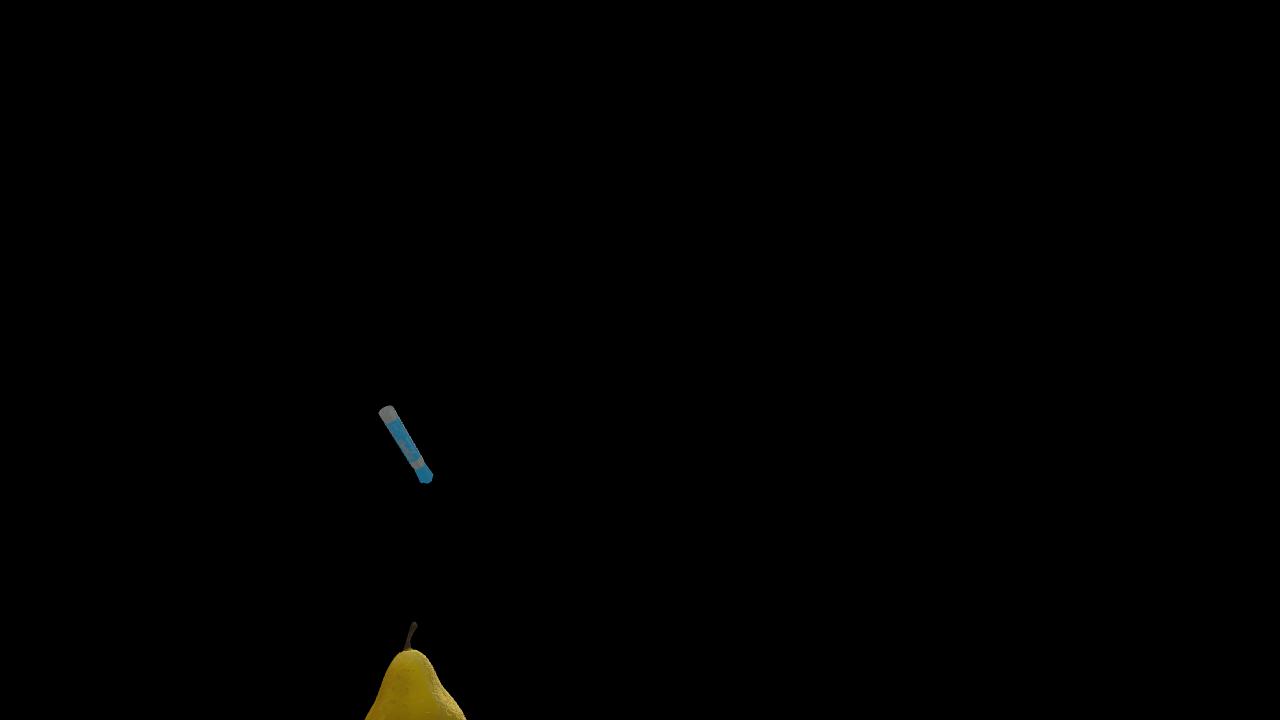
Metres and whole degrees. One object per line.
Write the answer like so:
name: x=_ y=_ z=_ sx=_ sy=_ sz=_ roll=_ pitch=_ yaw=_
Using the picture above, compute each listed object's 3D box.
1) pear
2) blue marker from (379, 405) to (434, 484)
pear: x=-0.172 y=0.256 z=0.451 sx=0.080 sy=0.111 sz=0.080 roll=-19 pitch=-27 yaw=-10
blue marker: x=-0.298 y=0.112 z=0.789 sx=0.020 sy=0.121 sz=0.020 roll=-14 pitch=29 yaw=8
